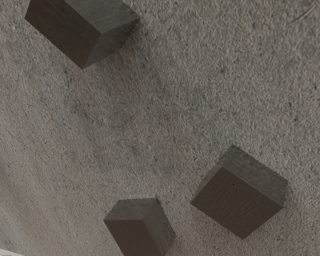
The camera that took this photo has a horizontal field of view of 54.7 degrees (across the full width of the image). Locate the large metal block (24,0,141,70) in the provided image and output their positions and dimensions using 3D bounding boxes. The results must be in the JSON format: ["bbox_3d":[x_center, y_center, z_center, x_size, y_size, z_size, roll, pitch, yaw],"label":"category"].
[{"bbox_3d":[-0.082,-0.121,0.340,0.080,0.080,0.050,42,129,-1],"label":"large metal block"}]

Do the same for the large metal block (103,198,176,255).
[{"bbox_3d":[-0.033,0.164,0.509,0.080,0.050,0.080,-11,113,33],"label":"large metal block"}]

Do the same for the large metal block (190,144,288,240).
[{"bbox_3d":[0.098,0.080,0.389,0.080,0.050,0.079,34,129,5],"label":"large metal block"}]
